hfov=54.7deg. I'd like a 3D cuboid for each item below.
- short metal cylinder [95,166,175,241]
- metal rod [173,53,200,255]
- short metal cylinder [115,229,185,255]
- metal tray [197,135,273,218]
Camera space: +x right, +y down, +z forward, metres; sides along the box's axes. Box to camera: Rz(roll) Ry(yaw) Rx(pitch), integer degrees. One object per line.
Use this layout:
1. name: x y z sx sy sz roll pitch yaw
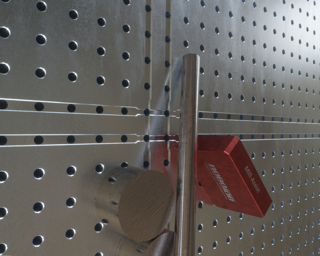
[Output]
1. short metal cylinder: -0.029 0.087 0.369 0.081 0.050 0.079 0 90 -40
2. metal rod: 0.035 0.040 0.399 0.025 0.025 0.299 20 65 -38
3. short metal cylinder: -0.009 0.164 0.386 0.081 0.050 0.079 0 90 -40
4. metal tray: 0.094 0.068 0.445 0.030 0.090 0.130 -48 119 -29
